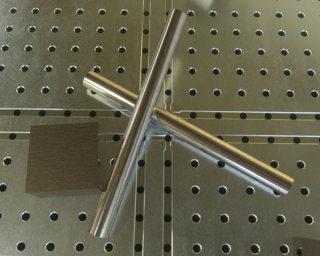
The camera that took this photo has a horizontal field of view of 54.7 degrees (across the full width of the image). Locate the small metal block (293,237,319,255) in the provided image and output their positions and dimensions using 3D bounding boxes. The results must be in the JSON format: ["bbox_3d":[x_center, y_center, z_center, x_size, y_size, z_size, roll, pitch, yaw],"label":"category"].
[{"bbox_3d":[0.183,0.157,0.357,0.050,0.025,0.050,10,70,3],"label":"small metal block"}]

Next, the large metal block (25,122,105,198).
[{"bbox_3d":[-0.112,0.041,0.382,0.081,0.050,0.080,-3,70,-2],"label":"large metal block"}]

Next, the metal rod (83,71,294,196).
[{"bbox_3d":[0.030,0.002,0.411,0.301,0.025,0.025,29,72,9],"label":"metal rod"}]

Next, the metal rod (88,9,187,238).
[{"bbox_3d":[-0.024,-0.014,0.391,0.025,0.025,0.299,18,80,6],"label":"metal rod"}]
